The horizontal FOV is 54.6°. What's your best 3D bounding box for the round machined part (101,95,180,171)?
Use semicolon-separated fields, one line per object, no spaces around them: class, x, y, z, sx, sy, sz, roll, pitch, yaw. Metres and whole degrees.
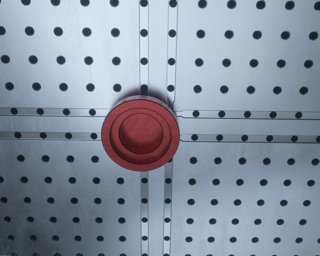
round machined part;-0.024;0.004;0.406;0.099;0.042;0.097;0;110;0
